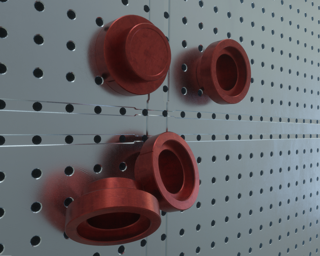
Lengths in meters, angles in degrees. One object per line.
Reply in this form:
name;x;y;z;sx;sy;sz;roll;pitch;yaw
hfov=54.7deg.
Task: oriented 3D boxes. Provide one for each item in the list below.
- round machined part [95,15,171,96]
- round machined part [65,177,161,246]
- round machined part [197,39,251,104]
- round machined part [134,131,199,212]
round machined part;-0.025;-0.089;0.379;0.099;0.042;0.097;0;90;-40
round machined part;-0.050;0.088;0.334;0.098;0.098;0.042;27;38;-37
round machined part;0.095;-0.085;0.481;0.099;0.042;0.097;0;90;-40
round machined part;0.006;0.057;0.391;0.098;0.042;0.098;29;51;-44
